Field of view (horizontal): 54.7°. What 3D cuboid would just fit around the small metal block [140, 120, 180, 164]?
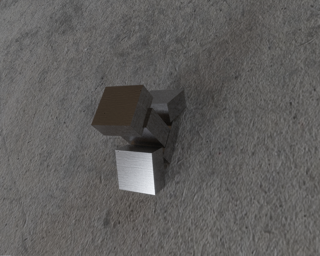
[{"bbox_3d":[-0.007,0.017,0.398,0.050,0.025,0.050,3,63,29],"label":"small metal block"}]

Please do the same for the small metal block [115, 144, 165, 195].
[{"bbox_3d":[-0.023,0.049,0.370,0.050,0.025,0.050,2,103,29],"label":"small metal block"}]

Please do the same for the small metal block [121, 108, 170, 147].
[{"bbox_3d":[-0.023,-0.001,0.368,0.050,0.050,0.025,3,63,29],"label":"small metal block"}]

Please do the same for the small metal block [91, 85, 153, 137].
[{"bbox_3d":[-0.041,-0.019,0.341,0.050,0.025,0.050,1,62,28],"label":"small metal block"}]

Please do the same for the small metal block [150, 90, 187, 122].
[{"bbox_3d":[0.000,-0.030,0.407,0.050,0.025,0.050,3,27,29],"label":"small metal block"}]
